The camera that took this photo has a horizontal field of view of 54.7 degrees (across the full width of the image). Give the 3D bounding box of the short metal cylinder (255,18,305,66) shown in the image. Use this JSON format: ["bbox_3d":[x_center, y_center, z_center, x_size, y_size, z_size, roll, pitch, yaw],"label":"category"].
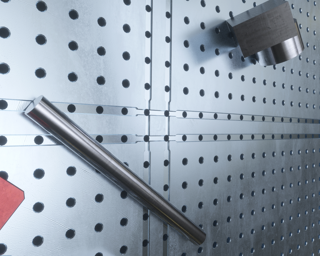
[{"bbox_3d":[0.205,-0.151,0.544,0.080,0.080,0.050,-42,117,-32],"label":"short metal cylinder"}]

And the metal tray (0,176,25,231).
[{"bbox_3d":[-0.189,0.083,0.247,0.090,0.030,0.130,47,62,-30],"label":"metal tray"}]

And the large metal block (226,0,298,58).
[{"bbox_3d":[0.154,-0.157,0.481,0.080,0.080,0.050,-81,146,-64],"label":"large metal block"}]

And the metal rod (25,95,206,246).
[{"bbox_3d":[-0.033,0.069,0.380,0.300,0.025,0.025,45,63,-31],"label":"metal rod"}]
